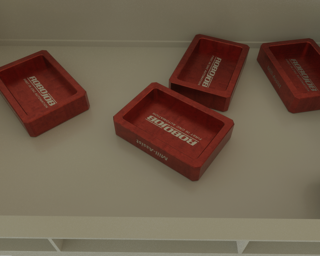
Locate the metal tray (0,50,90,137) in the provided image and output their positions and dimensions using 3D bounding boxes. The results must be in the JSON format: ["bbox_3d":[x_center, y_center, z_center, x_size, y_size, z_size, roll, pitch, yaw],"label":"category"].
[{"bbox_3d":[-0.174,-0.055,0.446,0.091,0.030,0.130,-32,57,-24],"label":"metal tray"}]

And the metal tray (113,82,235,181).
[{"bbox_3d":[0.017,-0.001,0.402,0.130,0.030,0.090,29,56,22],"label":"metal tray"}]

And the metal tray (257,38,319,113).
[{"bbox_3d":[0.217,-0.084,0.473,0.091,0.030,0.130,-8,50,-7],"label":"metal tray"}]

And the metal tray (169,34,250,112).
[{"bbox_3d":[0.078,-0.090,0.477,0.090,0.030,0.130,18,52,14],"label":"metal tray"}]
